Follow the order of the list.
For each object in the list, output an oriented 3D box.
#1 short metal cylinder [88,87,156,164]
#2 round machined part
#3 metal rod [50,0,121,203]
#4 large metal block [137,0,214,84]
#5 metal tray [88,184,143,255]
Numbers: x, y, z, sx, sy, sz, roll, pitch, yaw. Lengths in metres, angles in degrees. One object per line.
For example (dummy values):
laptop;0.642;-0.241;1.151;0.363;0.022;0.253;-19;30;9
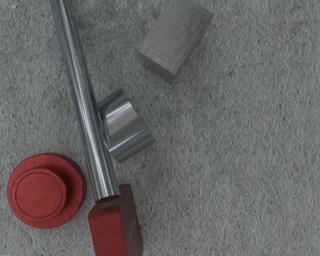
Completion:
short metal cylinder;-0.047;-0.003;0.382;0.050;0.080;0.080;-33;90;0
round machined part;-0.149;0.082;0.400;0.099;0.042;0.097;0;90;-1
metal rod;-0.095;-0.063;0.355;0.025;0.025;0.299;-18;69;0
large metal block;0.017;-0.106;0.383;0.050;0.080;0.080;33;90;-1
metal tray;-0.045;0.121;0.357;0.030;0.130;0.089;-12;90;0
